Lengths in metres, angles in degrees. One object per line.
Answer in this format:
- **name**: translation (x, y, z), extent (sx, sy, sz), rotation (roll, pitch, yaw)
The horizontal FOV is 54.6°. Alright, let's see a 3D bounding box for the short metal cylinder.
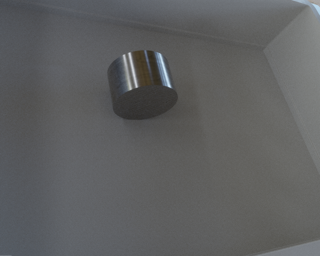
- **short metal cylinder**: translation (-0.023, -0.051, 0.389), extent (0.081, 0.080, 0.050), rotation (1, 62, -28)
